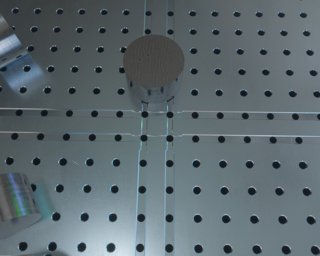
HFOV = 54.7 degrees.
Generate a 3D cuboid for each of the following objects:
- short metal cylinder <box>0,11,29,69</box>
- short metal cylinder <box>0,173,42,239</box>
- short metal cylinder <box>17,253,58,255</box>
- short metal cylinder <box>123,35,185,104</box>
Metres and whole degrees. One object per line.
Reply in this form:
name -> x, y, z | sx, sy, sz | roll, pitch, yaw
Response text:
short metal cylinder -> -0.228, -0.126, 0.427 | 0.050, 0.080, 0.080 | -33, 74, -11
short metal cylinder -> -0.182, 0.092, 0.348 | 0.080, 0.080, 0.050 | -25, 72, -9
short metal cylinder -> -0.139, 0.178, 0.332 | 0.081, 0.050, 0.080 | 0, 70, 0
short metal cylinder -> -0.008, -0.080, 0.428 | 0.081, 0.050, 0.080 | 0, 70, 0
